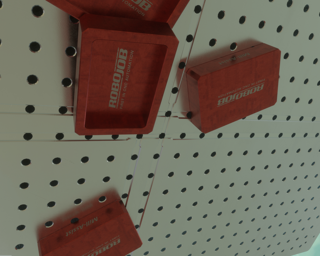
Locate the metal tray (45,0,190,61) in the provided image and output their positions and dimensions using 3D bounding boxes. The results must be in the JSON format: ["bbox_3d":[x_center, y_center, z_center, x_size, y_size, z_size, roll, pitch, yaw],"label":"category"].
[{"bbox_3d":[-0.040,-0.136,0.303,0.131,0.030,0.090,24,105,-37],"label":"metal tray"}]

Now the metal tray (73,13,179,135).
[{"bbox_3d":[-0.041,-0.048,0.328,0.091,0.030,0.129,-1,134,-20],"label":"metal tray"}]

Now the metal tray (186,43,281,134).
[{"bbox_3d":[0.105,-0.056,0.433,0.131,0.030,0.089,-22,127,-16],"label":"metal tray"}]

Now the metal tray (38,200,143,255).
[{"bbox_3d":[-0.099,0.173,0.462,0.131,0.030,0.090,-26,128,-13],"label":"metal tray"}]
